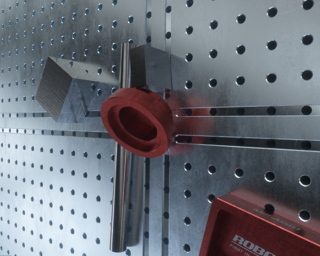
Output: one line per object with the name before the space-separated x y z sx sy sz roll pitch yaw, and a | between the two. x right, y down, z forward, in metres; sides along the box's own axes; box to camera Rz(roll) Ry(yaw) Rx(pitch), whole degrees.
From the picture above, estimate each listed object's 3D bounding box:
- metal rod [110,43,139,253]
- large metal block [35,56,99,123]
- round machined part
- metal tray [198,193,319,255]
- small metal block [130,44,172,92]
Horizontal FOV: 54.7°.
metal rod | -0.052 0.030 0.450 0.025 0.025 0.298 6 94 39
large metal block | -0.158 -0.063 0.520 0.080 0.050 0.079 40 114 32
round machined part | -0.023 -0.011 0.394 0.098 0.042 0.097 21 140 19
metal tray | 0.107 0.134 0.316 0.130 0.030 0.089 19 102 38
small metal block | -0.011 -0.075 0.400 0.025 0.050 0.050 -6 85 39
